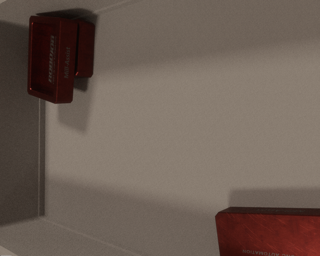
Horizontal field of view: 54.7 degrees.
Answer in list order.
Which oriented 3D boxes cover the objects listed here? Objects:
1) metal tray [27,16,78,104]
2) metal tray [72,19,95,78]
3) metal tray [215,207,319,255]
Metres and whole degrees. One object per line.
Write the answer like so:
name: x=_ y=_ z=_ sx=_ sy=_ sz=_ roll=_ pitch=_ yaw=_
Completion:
metal tray: x=-0.177 y=-0.111 z=0.503 sx=0.090 sy=0.030 sz=0.129 roll=18 pitch=107 yaw=37
metal tray: x=-0.168 y=-0.133 z=0.539 sx=0.130 sy=0.030 sz=0.089 roll=5 pitch=93 yaw=39
metal tray: x=0.123 y=0.126 z=0.301 sx=0.130 sy=0.030 sz=0.089 roll=-11 pitch=83 yaw=39
